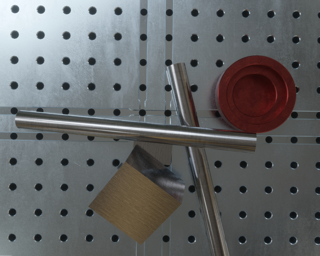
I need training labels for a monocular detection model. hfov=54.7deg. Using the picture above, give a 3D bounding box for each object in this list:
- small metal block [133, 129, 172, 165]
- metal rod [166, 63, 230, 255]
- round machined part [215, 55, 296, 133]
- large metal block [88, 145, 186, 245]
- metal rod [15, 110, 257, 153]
[{"bbox_3d":[-0.009,0.021,0.413,0.050,0.025,0.050,6,90,-1],"label":"small metal block"},{"bbox_3d":[0.055,0.062,0.414,0.025,0.025,0.298,-13,90,0],"label":"metal rod"},{"bbox_3d":[0.121,-0.042,0.407,0.099,0.042,0.097,0,90,-1],"label":"round machined part"},{"bbox_3d":[-0.027,0.082,0.386,0.080,0.050,0.080,38,110,-4],"label":"large metal block"},{"bbox_3d":[-0.036,0.003,0.388,0.302,0.025,0.025,6,90,9],"label":"metal rod"}]
